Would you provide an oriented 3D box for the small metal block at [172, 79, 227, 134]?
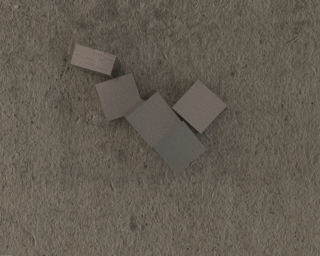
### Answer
[{"bbox_3d":[0.051,-0.028,0.410,0.050,0.025,0.050,42,90,0],"label":"small metal block"}]

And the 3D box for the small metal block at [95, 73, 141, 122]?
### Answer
[{"bbox_3d":[-0.052,-0.040,0.409,0.050,0.025,0.050,-18,90,0],"label":"small metal block"}]

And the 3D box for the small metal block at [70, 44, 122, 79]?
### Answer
[{"bbox_3d":[-0.080,-0.082,0.397,0.050,0.050,0.025,16,90,0],"label":"small metal block"}]

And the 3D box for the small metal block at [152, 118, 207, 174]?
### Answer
[{"bbox_3d":[0.023,0.023,0.405,0.050,0.025,0.050,-40,103,0],"label":"small metal block"}]

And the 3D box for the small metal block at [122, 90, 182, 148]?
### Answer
[{"bbox_3d":[-0.010,-0.012,0.389,0.050,0.025,0.050,-41,109,-4],"label":"small metal block"}]
